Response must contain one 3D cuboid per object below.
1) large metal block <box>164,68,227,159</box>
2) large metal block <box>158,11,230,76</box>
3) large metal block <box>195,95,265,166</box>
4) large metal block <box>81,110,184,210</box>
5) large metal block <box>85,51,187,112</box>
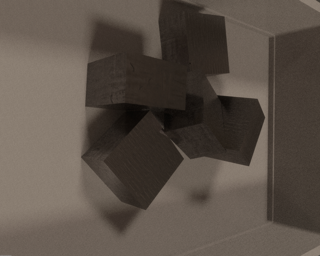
[{"bbox_3d":[0.046,-0.016,0.400,0.080,0.050,0.080,46,37,-49],"label":"large metal block"},{"bbox_3d":[0.049,-0.112,0.433,0.081,0.050,0.079,-11,97,-40],"label":"large metal block"},{"bbox_3d":[0.096,0.001,0.447,0.050,0.080,0.080,47,60,-48],"label":"large metal block"},{"bbox_3d":[-0.030,0.036,0.367,0.080,0.050,0.080,-50,120,-28],"label":"large metal block"},{"bbox_3d":[-0.027,-0.047,0.349,0.081,0.080,0.050,4,88,-40],"label":"large metal block"}]
